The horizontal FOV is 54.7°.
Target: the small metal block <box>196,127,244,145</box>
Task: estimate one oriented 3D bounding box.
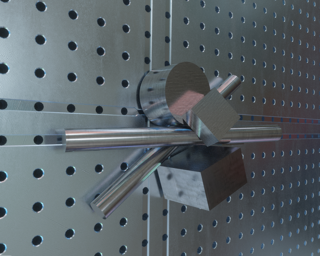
[{"bbox_3d":[0.090,0.012,0.464,0.050,0.050,0.025,0,90,-39],"label":"small metal block"}]

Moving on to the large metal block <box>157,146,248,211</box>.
[{"bbox_3d":[0.056,0.062,0.415,0.081,0.080,0.050,-23,105,-38],"label":"large metal block"}]

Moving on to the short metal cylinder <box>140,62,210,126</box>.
[{"bbox_3d":[0.021,-0.043,0.406,0.081,0.050,0.080,1,89,-40],"label":"short metal cylinder"}]

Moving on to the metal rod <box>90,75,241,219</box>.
[{"bbox_3d":[0.026,0.009,0.428,0.302,0.025,0.025,-42,116,-32],"label":"metal rod"}]

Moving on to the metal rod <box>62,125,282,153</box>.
[{"bbox_3d":[0.036,0.010,0.389,0.303,0.025,0.025,-1,91,-27],"label":"metal rod"}]

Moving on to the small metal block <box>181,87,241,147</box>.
[{"bbox_3d":[0.063,-0.014,0.382,0.050,0.025,0.050,49,59,-3],"label":"small metal block"}]
